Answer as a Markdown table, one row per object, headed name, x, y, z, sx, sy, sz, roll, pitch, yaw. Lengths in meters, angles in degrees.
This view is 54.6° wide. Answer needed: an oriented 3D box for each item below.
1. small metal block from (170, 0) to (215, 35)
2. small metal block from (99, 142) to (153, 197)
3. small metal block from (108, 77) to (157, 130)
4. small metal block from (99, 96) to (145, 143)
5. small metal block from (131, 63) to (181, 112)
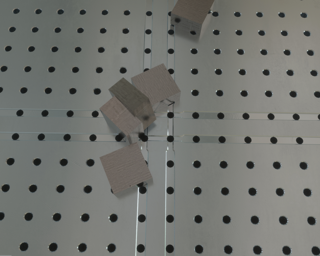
| name | x | y | z | sx | sy | sz | roll | pitch | yaw |
| --- | --- | --- | --- | --- | --- | --- | --- | --- | --- |
| small metal block | 0.050 | -0.179 | 0.477 | 0.050 | 0.025 | 0.050 | 24 | 72 | 8 |
| small metal block | -0.042 | 0.053 | 0.392 | 0.050 | 0.025 | 0.050 | -23 | 72 | -8 |
| small metal block | -0.035 | -0.030 | 0.404 | 0.025 | 0.050 | 0.050 | -42 | 61 | -13 |
| small metal block | -0.048 | -0.007 | 0.401 | 0.025 | 0.050 | 0.050 | -43 | 76 | -13 |
| small metal block | -0.006 | -0.055 | 0.432 | 0.050 | 0.025 | 0.050 | -27 | 72 | -10 |
